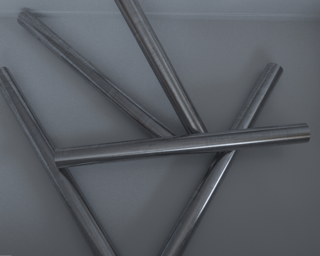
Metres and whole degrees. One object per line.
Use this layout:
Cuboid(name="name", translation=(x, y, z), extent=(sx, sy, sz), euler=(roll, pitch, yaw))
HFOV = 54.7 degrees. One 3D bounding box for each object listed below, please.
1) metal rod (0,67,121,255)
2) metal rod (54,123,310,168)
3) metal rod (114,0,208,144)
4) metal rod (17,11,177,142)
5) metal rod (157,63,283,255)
Cuboid(name="metal rod", translation=(-0.140, 0.038, 0.394), extent=(0.025, 0.025, 0.299), euler=(-33, 73, -11))
Cuboid(name="metal rod", translation=(0.027, 0.021, 0.376), extent=(0.302, 0.025, 0.025), euler=(-6, 70, -1))
Cuboid(name="metal rod", translation=(-0.014, -0.105, 0.381), extent=(0.025, 0.025, 0.299), euler=(-31, 99, -10))
Cuboid(name="metal rod", translation=(-0.093, -0.072, 0.435), extent=(0.300, 0.025, 0.025), euler=(40, 75, 13))
Cuboid(name="metal rod", translation=(0.084, 0.036, 0.396), extent=(0.025, 0.025, 0.300), euler=(30, 73, 10))
